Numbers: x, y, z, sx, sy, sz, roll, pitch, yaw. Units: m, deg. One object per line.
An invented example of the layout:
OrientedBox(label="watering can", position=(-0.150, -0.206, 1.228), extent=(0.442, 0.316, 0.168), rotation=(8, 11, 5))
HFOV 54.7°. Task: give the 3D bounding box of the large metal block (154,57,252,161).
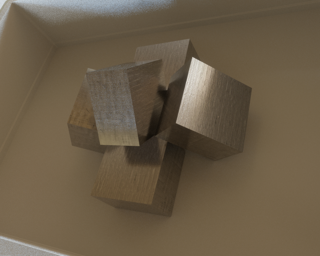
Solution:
OrientedBox(label="large metal block", position=(0.049, -0.018, 0.345), extent=(0.050, 0.080, 0.080), rotation=(-33, 38, 60))

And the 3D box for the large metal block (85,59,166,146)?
OrientedBox(label="large metal block", position=(-0.032, -0.032, 0.354), extent=(0.050, 0.079, 0.080), rotation=(0, 18, 27))

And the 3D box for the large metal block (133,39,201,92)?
OrientedBox(label="large metal block", position=(0.006, -0.069, 0.424), extent=(0.080, 0.050, 0.080), rotation=(-1, 61, 27))

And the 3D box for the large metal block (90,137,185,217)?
OrientedBox(label="large metal block", position=(-0.024, 0.054, 0.368), extent=(0.080, 0.050, 0.080), rotation=(1, 62, 28))

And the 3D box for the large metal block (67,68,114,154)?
OrientedBox(label="large metal block", position=(-0.083, -0.019, 0.415), extent=(0.050, 0.080, 0.080), rotation=(15, 65, -5))
